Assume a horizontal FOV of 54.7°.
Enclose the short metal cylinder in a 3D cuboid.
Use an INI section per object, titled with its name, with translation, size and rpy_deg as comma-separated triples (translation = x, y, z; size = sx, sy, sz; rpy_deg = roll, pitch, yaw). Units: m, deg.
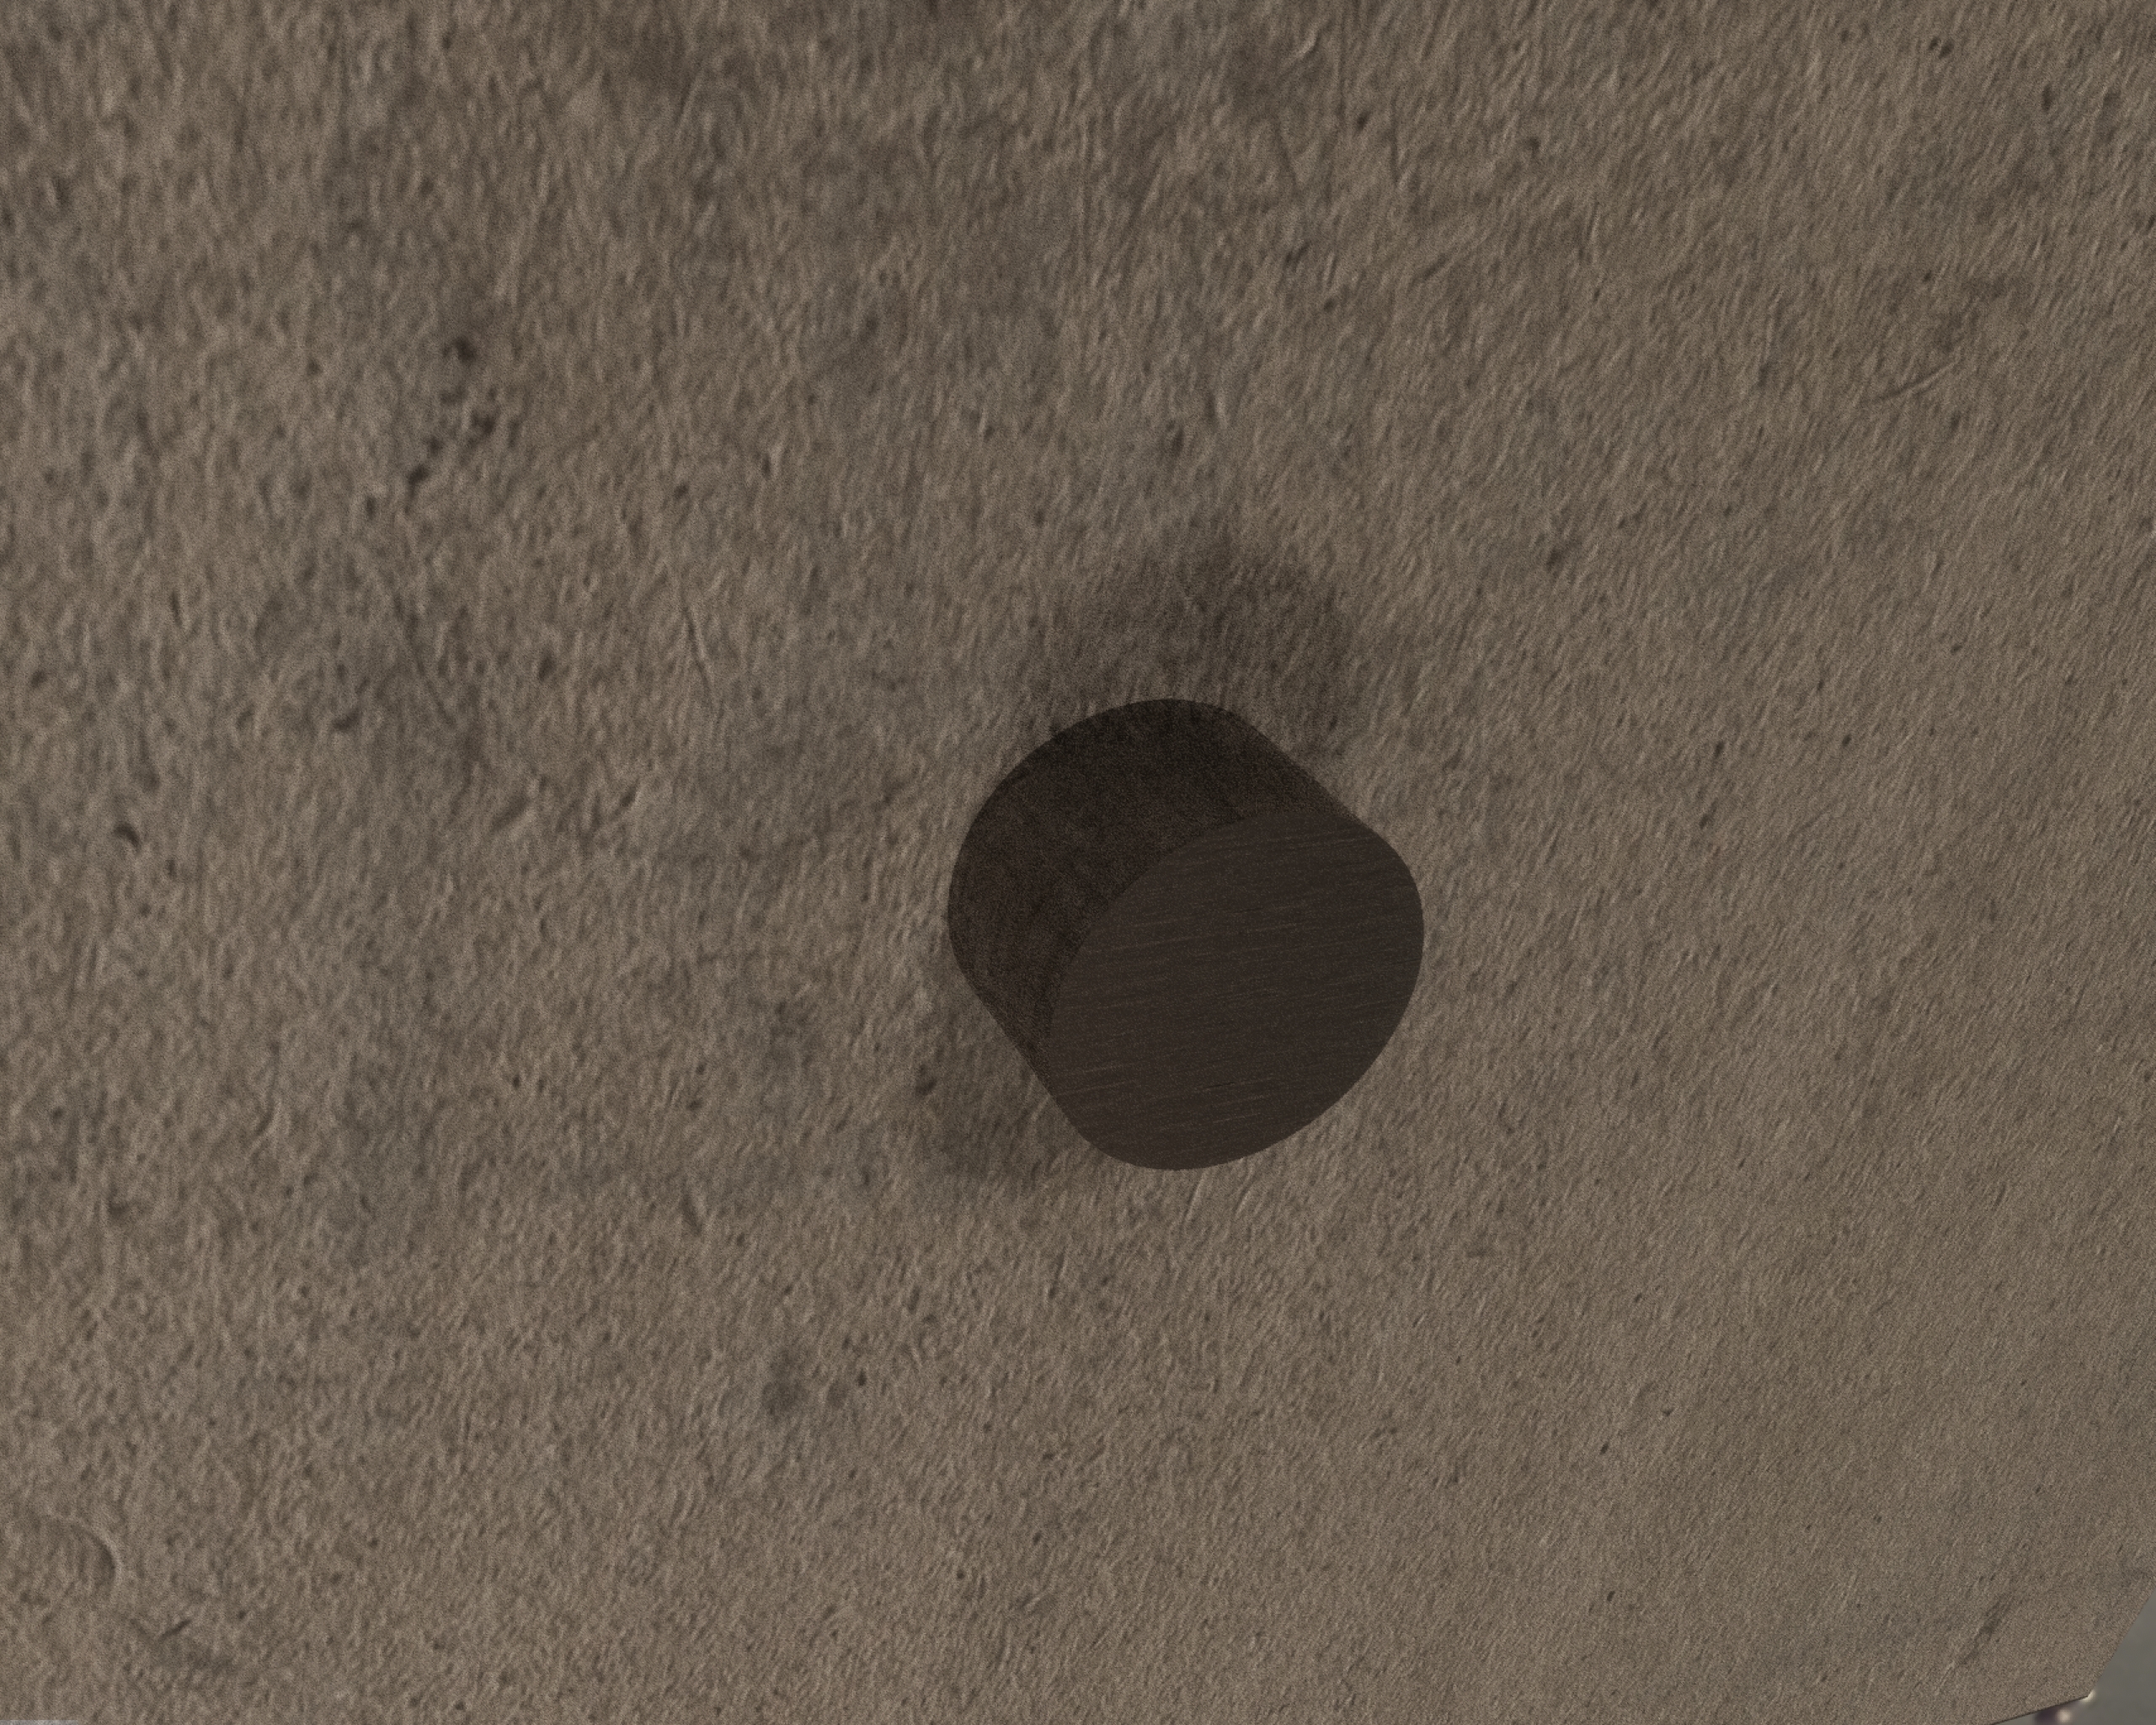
[short metal cylinder]
translation = 0.021, 0.014, 0.414
size = 0.081, 0.050, 0.079
rpy_deg = -14, 125, -21
